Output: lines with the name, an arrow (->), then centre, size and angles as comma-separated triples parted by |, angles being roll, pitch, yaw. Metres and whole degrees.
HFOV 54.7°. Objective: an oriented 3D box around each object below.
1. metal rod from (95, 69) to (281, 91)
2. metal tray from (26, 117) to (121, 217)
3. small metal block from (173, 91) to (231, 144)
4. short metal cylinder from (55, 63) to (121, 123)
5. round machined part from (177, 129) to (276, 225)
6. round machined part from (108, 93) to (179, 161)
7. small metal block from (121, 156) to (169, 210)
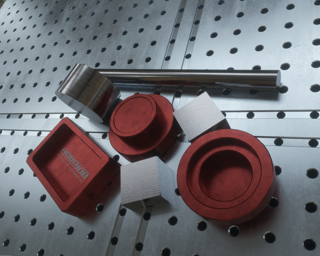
metal rod -> 0.013, -0.072, 0.445 | 0.300, 0.025, 0.025 | 7, 65, 31
metal tray -> -0.126, 0.050, 0.440 | 0.090, 0.030, 0.130 | -50, 51, -7
small metal block -> 0.051, -0.010, 0.388 | 0.050, 0.025, 0.050 | -33, 51, 6
short metal cylinder -> -0.106, -0.050, 0.460 | 0.080, 0.080, 0.050 | 19, 72, 35
round machined part -> 0.071, 0.053, 0.327 | 0.098, 0.042, 0.098 | -13, 56, 21
round machined part -> -0.027, -0.007, 0.415 | 0.098, 0.042, 0.098 | -14, 53, 19
small metal block -> -0.020, 0.068, 0.377 | 0.050, 0.025, 0.050 | -18, 55, 18
